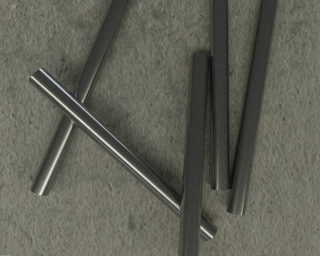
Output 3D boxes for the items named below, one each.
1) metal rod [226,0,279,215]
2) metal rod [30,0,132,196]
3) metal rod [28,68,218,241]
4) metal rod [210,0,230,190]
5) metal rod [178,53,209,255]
[{"bbox_3d":[0.123,-0.035,0.411,0.025,0.025,0.298,9,90,-1],"label":"metal rod"},{"bbox_3d":[-0.100,-0.053,0.408,0.025,0.025,0.299,23,90,-1],"label":"metal rod"},{"bbox_3d":[-0.041,0.038,0.393,0.300,0.025,0.025,43,90,-7],"label":"metal rod"},{"bbox_3d":[0.079,-0.069,0.410,0.025,0.025,0.298,0,90,-1],"label":"metal rod"},{"bbox_3d":[0.042,0.052,0.388,0.025,0.025,0.298,4,81,-1],"label":"metal rod"}]
